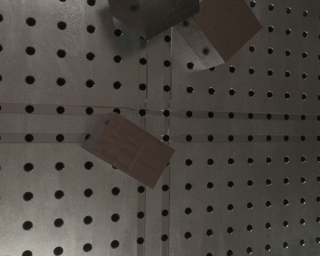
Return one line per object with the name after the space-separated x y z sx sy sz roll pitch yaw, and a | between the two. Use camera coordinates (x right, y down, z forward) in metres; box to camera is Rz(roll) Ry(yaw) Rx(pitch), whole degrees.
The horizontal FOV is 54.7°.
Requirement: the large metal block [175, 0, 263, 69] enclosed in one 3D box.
0.080 -0.142 0.430 0.080 0.050 0.080 -44 104 -15 | large metal block

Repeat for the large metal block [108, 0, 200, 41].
-0.010 -0.160 0.373 0.080 0.080 0.050 -33 143 -17 | large metal block

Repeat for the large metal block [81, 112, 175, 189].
-0.041 0.025 0.369 0.080 0.080 0.050 34 79 -17 | large metal block
